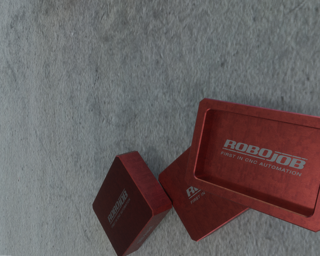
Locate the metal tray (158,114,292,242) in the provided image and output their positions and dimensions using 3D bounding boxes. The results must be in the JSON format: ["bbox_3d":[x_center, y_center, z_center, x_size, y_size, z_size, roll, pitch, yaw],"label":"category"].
[{"bbox_3d":[0.065,0.056,0.346,0.129,0.030,0.090,-46,63,30],"label":"metal tray"}]

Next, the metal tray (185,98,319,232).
[{"bbox_3d":[0.092,0.026,0.285,0.130,0.030,0.089,14,97,36],"label":"metal tray"}]

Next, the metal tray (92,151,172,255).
[{"bbox_3d":[-0.043,0.104,0.415,0.090,0.030,0.129,54,135,26],"label":"metal tray"}]
